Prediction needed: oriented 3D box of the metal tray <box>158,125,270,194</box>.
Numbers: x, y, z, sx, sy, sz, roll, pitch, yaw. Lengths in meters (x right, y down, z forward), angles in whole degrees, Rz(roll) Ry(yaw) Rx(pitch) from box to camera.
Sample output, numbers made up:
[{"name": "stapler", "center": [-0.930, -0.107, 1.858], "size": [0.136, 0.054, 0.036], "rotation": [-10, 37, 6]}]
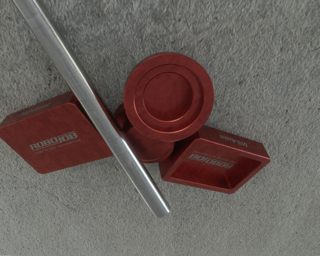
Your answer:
[{"name": "metal tray", "center": [0.075, 0.047, 0.432], "size": [0.131, 0.030, 0.089], "rotation": [16, 129, -27]}]

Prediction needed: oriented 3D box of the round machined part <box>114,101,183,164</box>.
[{"name": "round machined part", "center": [-0.016, 0.009, 0.405], "size": [0.099, 0.042, 0.097], "rotation": [0, 130, 0]}]

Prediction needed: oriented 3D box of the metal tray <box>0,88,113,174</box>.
[{"name": "metal tray", "center": [-0.130, 0.009, 0.398], "size": [0.130, 0.030, 0.090], "rotation": [-16, 126, 24]}]

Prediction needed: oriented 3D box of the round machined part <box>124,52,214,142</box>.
[{"name": "round machined part", "center": [0.008, -0.037, 0.352], "size": [0.099, 0.042, 0.097], "rotation": [-2, 109, -6]}]

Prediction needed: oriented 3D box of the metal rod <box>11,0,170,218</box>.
[{"name": "metal rod", "center": [-0.065, -0.009, 0.357], "size": [0.025, 0.025, 0.299], "rotation": [-22, 114, 17]}]
